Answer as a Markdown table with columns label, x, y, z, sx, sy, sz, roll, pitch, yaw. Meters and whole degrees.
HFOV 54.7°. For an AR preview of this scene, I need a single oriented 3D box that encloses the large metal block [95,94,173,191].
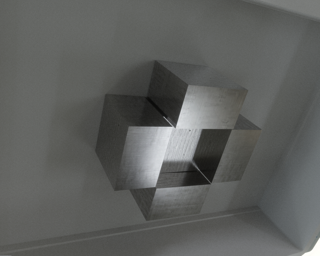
| label | x | y | z | sx | sy | sz | roll | pitch | yaw |
| --- | --- | --- | --- | --- | --- | --- | --- | --- | --- |
| large metal block | -0.035 | 0.014 | 0.362 | 0.050 | 0.080 | 0.079 | 1 | 118 | -29 |

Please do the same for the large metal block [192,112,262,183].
| label | x | y | z | sx | sy | sz | roll | pitch | yaw |
| --- | --- | --- | --- | --- | --- | --- | --- | --- | --- |
| large metal block | 0.081 | 0.018 | 0.427 | 0.050 | 0.080 | 0.079 | 1 | 118 | -29 |

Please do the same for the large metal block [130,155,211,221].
| label | x | y | z | sx | sy | sz | roll | pitch | yaw |
| --- | --- | --- | --- | --- | --- | --- | --- | --- | --- |
| large metal block | 0.008 | 0.074 | 0.421 | 0.081 | 0.080 | 0.050 | 2 | 118 | -29 |

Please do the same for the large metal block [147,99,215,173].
| label | x | y | z | sx | sy | sz | roll | pitch | yaw |
| --- | --- | --- | --- | --- | --- | --- | --- | --- | --- |
| large metal block | 0.019 | 0.010 | 0.406 | 0.081 | 0.050 | 0.079 | 1 | 118 | -29 |

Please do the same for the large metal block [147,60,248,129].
| label | x | y | z | sx | sy | sz | roll | pitch | yaw |
| --- | --- | --- | --- | --- | --- | --- | --- | --- | --- |
| large metal block | 0.041 | -0.040 | 0.368 | 0.081 | 0.080 | 0.050 | 1 | 118 | -29 |
